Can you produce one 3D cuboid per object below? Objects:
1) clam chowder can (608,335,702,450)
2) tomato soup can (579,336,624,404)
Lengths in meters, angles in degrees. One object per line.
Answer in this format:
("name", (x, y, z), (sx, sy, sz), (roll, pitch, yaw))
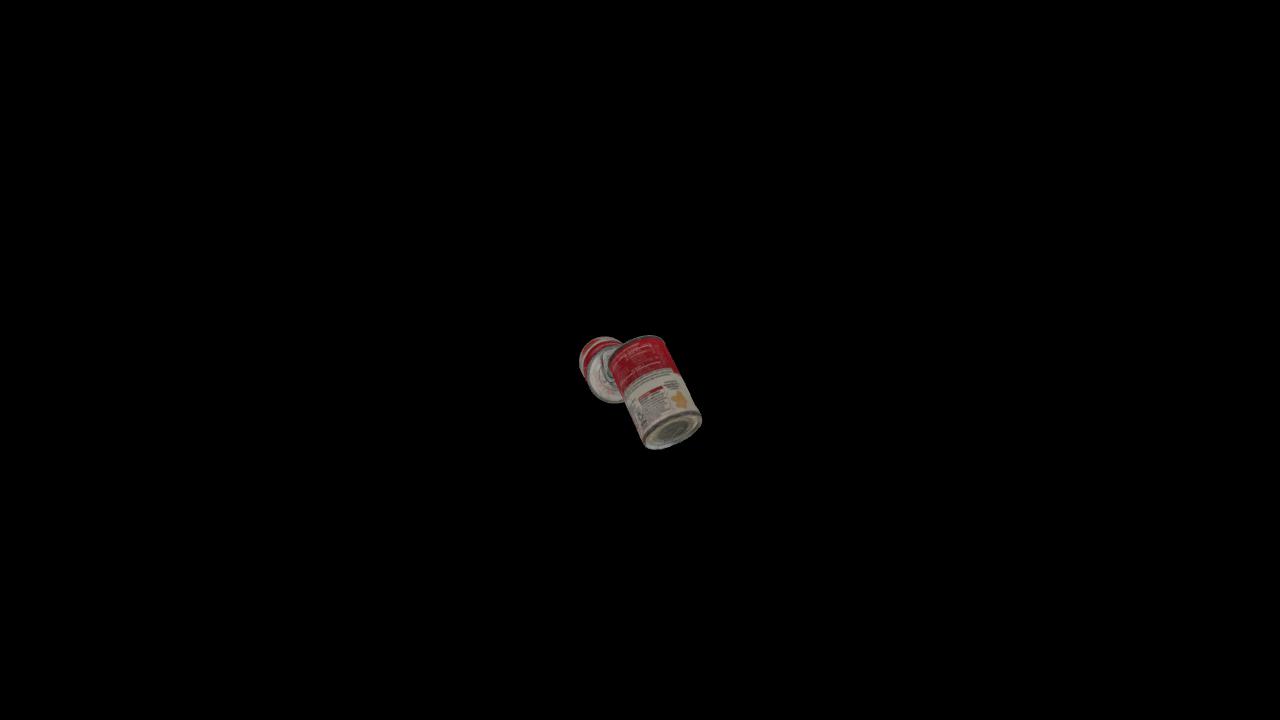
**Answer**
("clam chowder can", (0.015, 0.034, 0.643), (0.068, 0.102, 0.068), (-19, -31, -11))
("tomato soup can", (-0.036, 0.010, 0.745), (0.068, 0.068, 0.101), (0, 9, -11))
